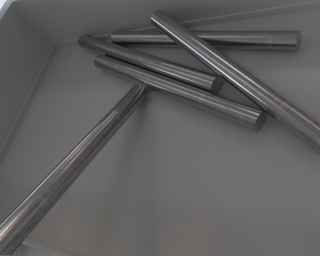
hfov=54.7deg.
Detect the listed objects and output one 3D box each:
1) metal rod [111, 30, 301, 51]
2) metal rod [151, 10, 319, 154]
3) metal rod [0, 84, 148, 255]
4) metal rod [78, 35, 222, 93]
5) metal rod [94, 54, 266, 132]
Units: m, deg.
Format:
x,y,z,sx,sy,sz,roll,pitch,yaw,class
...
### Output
x,y,z,sx,sy,sz,roll,pitch,yaw,class
0.047,-0.132,0.462,0.300,0.025,0.025,11,68,33,metal rod
0.082,-0.076,0.390,0.025,0.025,0.300,-42,57,-1,metal rod
-0.087,0.030,0.346,0.025,0.025,0.301,-1,34,28,metal rod
-0.034,-0.108,0.490,0.300,0.025,0.025,26,76,37,metal rod
0.005,-0.060,0.439,0.300,0.025,0.025,26,76,37,metal rod
